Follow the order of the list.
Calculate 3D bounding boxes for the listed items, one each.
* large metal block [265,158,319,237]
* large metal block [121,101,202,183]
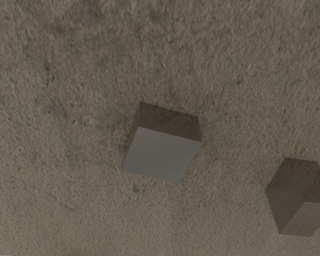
[{"bbox_3d":[0.207,0.103,0.462,0.050,0.080,0.079,8,130,-7],"label":"large metal block"},{"bbox_3d":[0.000,0.020,0.408,0.081,0.050,0.079,14,129,-13],"label":"large metal block"}]
